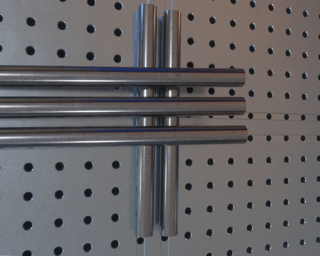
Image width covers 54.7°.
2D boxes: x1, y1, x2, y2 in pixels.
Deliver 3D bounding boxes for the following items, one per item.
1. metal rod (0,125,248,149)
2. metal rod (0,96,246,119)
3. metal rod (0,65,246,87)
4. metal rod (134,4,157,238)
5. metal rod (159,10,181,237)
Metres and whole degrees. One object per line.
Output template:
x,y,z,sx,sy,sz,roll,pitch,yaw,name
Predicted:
-0.038,0.010,0.377,0.302,0.025,0.025,-1,90,-12,metal rod
-0.039,-0.026,0.377,0.302,0.025,0.025,-1,91,-12,metal rod
-0.040,-0.062,0.376,0.302,0.025,0.025,-2,91,-12,metal rod
-0.019,-0.010,0.407,0.025,0.025,0.298,1,90,-20,metal rod
0.014,-0.006,0.419,0.025,0.025,0.298,1,90,-20,metal rod
